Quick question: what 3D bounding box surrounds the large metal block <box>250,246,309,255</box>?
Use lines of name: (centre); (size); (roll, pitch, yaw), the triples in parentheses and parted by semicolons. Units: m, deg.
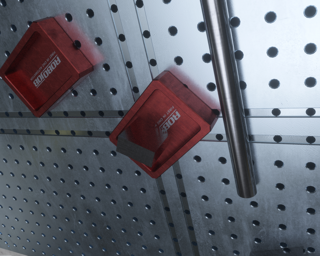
large metal block: (0.179, 0.219, 0.436); (0.080, 0.050, 0.080); (-24, 105, 36)

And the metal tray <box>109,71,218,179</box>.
metal tray: (0.000, 0.001, 0.407); (0.090, 0.030, 0.129); (42, 129, -1)

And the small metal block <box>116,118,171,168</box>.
small metal block: (-0.020, 0.017, 0.398); (0.050, 0.050, 0.025); (24, 127, 13)

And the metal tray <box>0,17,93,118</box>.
metal tray: (-0.166, -0.081, 0.442); (0.130, 0.030, 0.090); (-31, 101, 37)

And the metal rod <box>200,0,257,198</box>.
metal rod: (0.075, -0.048, 0.341); (0.025, 0.025, 0.298); (-2, 118, 29)
